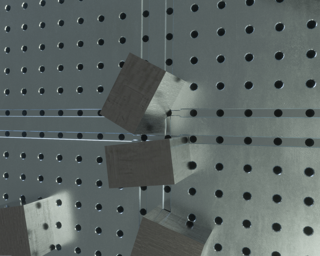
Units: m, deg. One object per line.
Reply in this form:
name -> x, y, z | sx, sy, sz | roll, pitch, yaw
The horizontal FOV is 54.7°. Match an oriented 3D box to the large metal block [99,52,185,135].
large metal block -> -0.019, -0.040, 0.389 | 0.050, 0.080, 0.080 | 31, 100, 17

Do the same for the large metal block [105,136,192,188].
large metal block -> -0.011, 0.041, 0.386 | 0.080, 0.080, 0.050 | -7, 88, 19

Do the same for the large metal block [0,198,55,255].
large metal block -> -0.215, 0.156, 0.473 | 0.080, 0.050, 0.080 | -11, 86, 19

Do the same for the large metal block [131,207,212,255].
large metal block -> 0.012, 0.159, 0.395 | 0.080, 0.050, 0.080 | 19, 96, 18
